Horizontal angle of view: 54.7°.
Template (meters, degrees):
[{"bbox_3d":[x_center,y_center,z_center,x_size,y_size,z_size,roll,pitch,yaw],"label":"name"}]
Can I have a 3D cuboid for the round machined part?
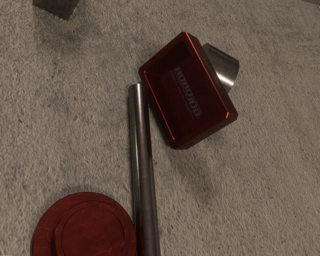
[{"bbox_3d":[-0.067,0.107,0.292,0.099,0.042,0.098,14,56,-21],"label":"round machined part"}]

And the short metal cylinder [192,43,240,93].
[{"bbox_3d":[0.072,-0.077,0.456,0.050,0.080,0.080,26,53,-13],"label":"short metal cylinder"}]

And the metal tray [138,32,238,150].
[{"bbox_3d":[0.032,-0.047,0.407,0.030,0.090,0.130,5,57,-54],"label":"metal tray"}]

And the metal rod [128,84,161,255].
[{"bbox_3d":[-0.017,0.078,0.348,0.025,0.025,0.299,9,58,-24],"label":"metal rod"}]

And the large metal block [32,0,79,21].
[{"bbox_3d":[-0.131,-0.212,0.428,0.050,0.080,0.080,23,53,-15],"label":"large metal block"}]
